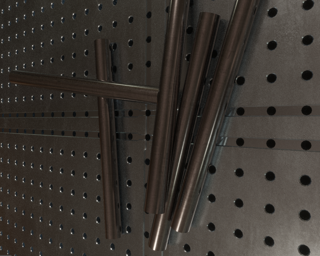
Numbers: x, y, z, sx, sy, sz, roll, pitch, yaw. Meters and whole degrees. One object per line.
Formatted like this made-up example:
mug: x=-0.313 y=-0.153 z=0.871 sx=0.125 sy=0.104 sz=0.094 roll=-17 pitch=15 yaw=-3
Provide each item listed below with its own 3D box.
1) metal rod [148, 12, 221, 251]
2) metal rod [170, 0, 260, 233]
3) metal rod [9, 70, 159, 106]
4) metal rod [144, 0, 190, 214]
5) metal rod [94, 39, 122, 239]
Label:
metal rod: x=0.028 y=0.012 z=0.384 sx=0.025 sy=0.025 sz=0.298 roll=20 pitch=102 yaw=38
metal rod: x=0.062 y=-0.017 z=0.356 sx=0.025 sy=0.025 sz=0.298 roll=24 pitch=105 yaw=37
metal rod: x=-0.126 y=-0.065 z=0.469 sx=0.300 sy=0.025 sz=0.025 roll=11 pitch=97 yaw=30
metal rod: x=0.011 y=-0.049 z=0.376 sx=0.025 sy=0.025 sz=0.298 roll=5 pitch=86 yaw=39
metal rod: x=-0.079 y=0.014 z=0.472 sx=0.025 sy=0.025 sz=0.298 roll=-7 pitch=86 yaw=39
